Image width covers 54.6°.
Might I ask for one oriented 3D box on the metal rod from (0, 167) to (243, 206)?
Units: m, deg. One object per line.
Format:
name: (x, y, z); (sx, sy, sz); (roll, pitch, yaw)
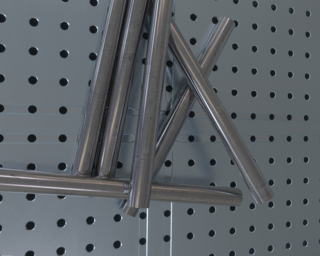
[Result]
metal rod: (-0.034, 0.073, 0.372); (0.302, 0.025, 0.025); (9, 87, -20)

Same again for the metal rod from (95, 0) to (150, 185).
metal rod: (-0.043, -0.073, 0.386); (0.025, 0.025, 0.299); (11, 90, -20)

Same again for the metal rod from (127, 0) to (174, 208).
metal rod: (-0.007, -0.059, 0.368); (0.025, 0.025, 0.299); (10, 81, -20)

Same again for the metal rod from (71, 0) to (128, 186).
metal rod: (-0.071, -0.066, 0.386); (0.025, 0.025, 0.299); (13, 86, -20)

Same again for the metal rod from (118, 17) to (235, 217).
metal rod: (0.027, -0.022, 0.422); (0.025, 0.025, 0.300); (31, 80, -17)

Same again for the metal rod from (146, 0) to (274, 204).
metal rod: (0.061, -0.040, 0.402); (0.025, 0.025, 0.299); (-29, 88, -18)
